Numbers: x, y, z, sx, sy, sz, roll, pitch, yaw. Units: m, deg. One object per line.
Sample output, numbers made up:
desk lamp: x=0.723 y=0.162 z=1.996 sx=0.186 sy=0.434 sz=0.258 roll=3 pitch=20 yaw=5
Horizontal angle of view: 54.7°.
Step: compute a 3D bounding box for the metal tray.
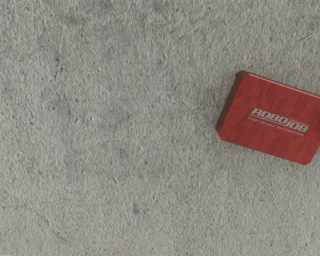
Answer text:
metal tray: x=0.150 y=-0.012 z=0.404 sx=0.131 sy=0.030 sz=0.089 roll=17 pitch=109 yaw=-7
